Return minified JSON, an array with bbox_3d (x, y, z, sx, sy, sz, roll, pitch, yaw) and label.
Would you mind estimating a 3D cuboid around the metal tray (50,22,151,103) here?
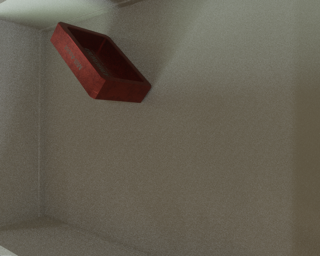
[{"bbox_3d":[-0.082,-0.090,0.429,0.130,0.091,0.030,51,120,27],"label":"metal tray"}]
